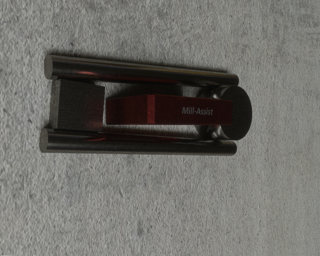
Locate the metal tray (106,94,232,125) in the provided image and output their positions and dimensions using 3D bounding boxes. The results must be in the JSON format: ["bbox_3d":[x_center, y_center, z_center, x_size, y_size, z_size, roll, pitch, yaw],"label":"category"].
[{"bbox_3d":[0.013,-0.019,0.373,0.131,0.090,0.030,0,90,-40],"label":"metal tray"}]

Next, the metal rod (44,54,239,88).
[{"bbox_3d":[0.003,-0.069,0.409,0.302,0.025,0.025,-4,93,-40],"label":"metal rod"}]

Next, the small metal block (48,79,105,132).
[{"bbox_3d":[-0.089,-0.023,0.332,0.050,0.025,0.050,5,87,-40],"label":"small metal block"}]

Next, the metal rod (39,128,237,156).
[{"bbox_3d":[-0.001,0.023,0.406,0.302,0.025,0.025,5,87,-40],"label":"metal rod"}]

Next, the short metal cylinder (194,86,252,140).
[{"bbox_3d":[0.095,-0.022,0.469,0.081,0.050,0.079,0,90,-40],"label":"short metal cylinder"}]
